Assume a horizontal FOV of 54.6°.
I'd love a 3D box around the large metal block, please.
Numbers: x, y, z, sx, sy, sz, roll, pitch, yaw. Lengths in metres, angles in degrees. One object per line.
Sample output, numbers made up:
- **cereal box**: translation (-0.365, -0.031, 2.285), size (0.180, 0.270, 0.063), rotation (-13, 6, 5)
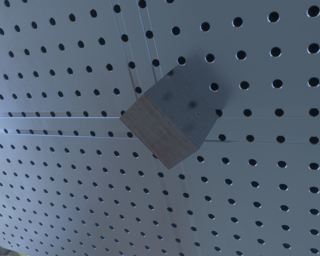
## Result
- **large metal block**: translation (0.014, -0.013, 0.361), size (0.080, 0.080, 0.050), rotation (46, 129, -4)
